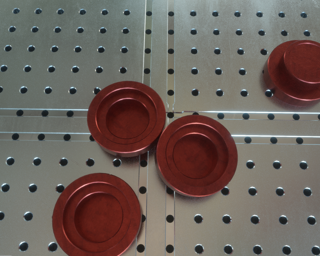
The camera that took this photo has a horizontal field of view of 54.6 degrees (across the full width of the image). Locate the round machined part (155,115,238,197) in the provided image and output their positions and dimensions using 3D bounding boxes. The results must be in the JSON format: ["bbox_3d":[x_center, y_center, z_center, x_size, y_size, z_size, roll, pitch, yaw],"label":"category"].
[{"bbox_3d":[0.042,0.036,0.385,0.099,0.042,0.098,2,75,-8],"label":"round machined part"}]

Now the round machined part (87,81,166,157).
[{"bbox_3d":[-0.042,-0.009,0.406,0.099,0.042,0.098,0,70,0],"label":"round machined part"}]

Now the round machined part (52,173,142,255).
[{"bbox_3d":[-0.070,0.105,0.364,0.099,0.042,0.098,0,70,0],"label":"round machined part"}]

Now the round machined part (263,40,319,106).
[{"bbox_3d":[0.201,-0.083,0.434,0.099,0.042,0.098,0,70,0],"label":"round machined part"}]
